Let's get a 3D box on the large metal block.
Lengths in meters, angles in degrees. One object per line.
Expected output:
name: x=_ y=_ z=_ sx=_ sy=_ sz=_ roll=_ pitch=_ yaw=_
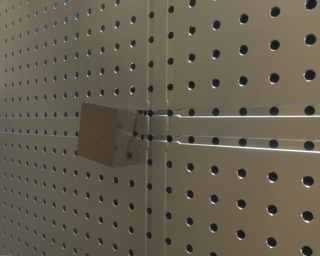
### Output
large metal block: x=-0.074 y=0.007 z=0.455 sx=0.080 sy=0.050 sz=0.080 roll=12 pitch=98 yaw=39
